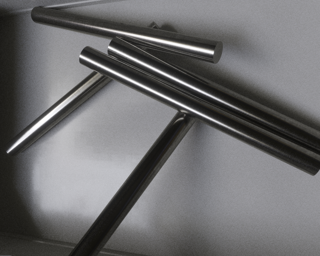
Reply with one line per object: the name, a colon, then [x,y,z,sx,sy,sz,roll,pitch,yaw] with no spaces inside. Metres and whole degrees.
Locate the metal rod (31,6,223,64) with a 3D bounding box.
metal rod: [-0.062,-0.129,0.410,0.300,0.025,0.025,20,97,27]

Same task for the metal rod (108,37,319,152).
metal rod: [0.073,-0.036,0.364,0.301,0.025,0.025,27,99,10]

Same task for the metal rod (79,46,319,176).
metal rod: [0.038,-0.026,0.362,0.301,0.025,0.025,27,99,11]

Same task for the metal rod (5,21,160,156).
metal rod: [-0.119,-0.048,0.452,0.300,0.025,0.025,-35,79,16]

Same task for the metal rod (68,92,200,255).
metal rod: [-0.035,0.075,0.356,0.025,0.025,0.300,33,75,17]
